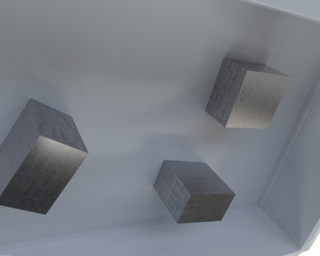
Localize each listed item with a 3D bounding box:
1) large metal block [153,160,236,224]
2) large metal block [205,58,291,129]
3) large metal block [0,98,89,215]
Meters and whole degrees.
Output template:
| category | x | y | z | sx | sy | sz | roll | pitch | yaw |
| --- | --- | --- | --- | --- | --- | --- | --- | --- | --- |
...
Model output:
| category | x | y | z | sx | sy | sz | roll | pitch | yaw |
| --- | --- | --- | --- | --- | --- | --- | --- | --- | --- |
| large metal block | 0.048 | 0.092 | 0.459 | 0.081 | 0.080 | 0.050 | 8 | 114 | -32 |
| large metal block | 0.121 | -0.047 | 0.432 | 0.081 | 0.050 | 0.079 | 1 | 118 | -30 |
| large metal block | -0.127 | 0.028 | 0.322 | 0.050 | 0.080 | 0.080 | 28 | 103 | -38 |
